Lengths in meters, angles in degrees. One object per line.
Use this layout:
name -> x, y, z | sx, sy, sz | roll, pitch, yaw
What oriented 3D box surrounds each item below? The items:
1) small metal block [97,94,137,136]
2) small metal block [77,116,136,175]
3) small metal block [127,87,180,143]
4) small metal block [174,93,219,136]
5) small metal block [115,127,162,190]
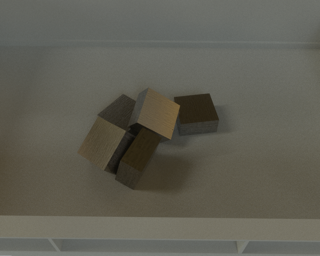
small metal block -> -0.046, -0.013, 0.415 | 0.050, 0.025, 0.050 | 31, 56, 23
small metal block -> -0.062, 0.021, 0.367 | 0.050, 0.025, 0.050 | 25, 83, 35
small metal block -> -0.007, -0.015, 0.394 | 0.050, 0.025, 0.050 | 28, 64, -25
small metal block -> 0.048, -0.018, 0.421 | 0.050, 0.025, 0.050 | -6, 50, -6
small metal block -> -0.025, 0.036, 0.355 | 0.025, 0.050, 0.050 | 29, 54, 4
